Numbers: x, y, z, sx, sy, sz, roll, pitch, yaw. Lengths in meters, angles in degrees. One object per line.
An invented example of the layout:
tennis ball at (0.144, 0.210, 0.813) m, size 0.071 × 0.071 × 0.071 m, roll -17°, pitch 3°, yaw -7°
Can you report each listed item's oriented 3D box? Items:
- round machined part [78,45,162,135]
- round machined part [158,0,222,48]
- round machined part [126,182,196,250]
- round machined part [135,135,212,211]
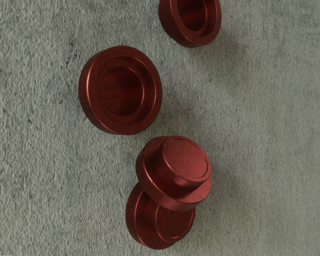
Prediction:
round machined part at (-0.048, -0.041, 0.353) m, size 0.099 × 0.042 × 0.097 m, roll 0°, pitch 90°, yaw -40°
round machined part at (0.037, -0.158, 0.424) m, size 0.099 × 0.042 × 0.097 m, roll 0°, pitch 90°, yaw -40°
round machined part at (0.008, 0.108, 0.400) m, size 0.099 × 0.042 × 0.097 m, roll 0°, pitch 90°, yaw -40°
round machined part at (0.023, 0.048, 0.380) m, size 0.099 × 0.042 × 0.098 m, roll 21°, pitch 41°, yaw -19°
